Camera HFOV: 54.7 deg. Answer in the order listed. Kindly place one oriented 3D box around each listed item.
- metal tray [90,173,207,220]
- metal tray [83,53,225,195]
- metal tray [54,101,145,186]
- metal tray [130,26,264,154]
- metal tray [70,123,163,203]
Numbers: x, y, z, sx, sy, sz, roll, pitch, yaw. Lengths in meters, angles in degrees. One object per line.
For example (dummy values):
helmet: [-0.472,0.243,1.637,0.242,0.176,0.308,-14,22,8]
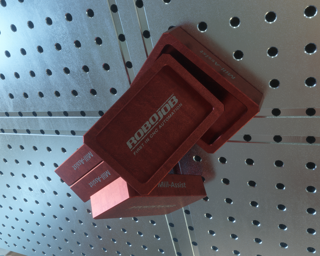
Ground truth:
metal tray: [-0.013,0.091,0.413,0.090,0.131,0.030,-36,57,39]
metal tray: [-0.006,-0.004,0.337,0.090,0.030,0.130,43,84,-2]
metal tray: [-0.078,0.020,0.420,0.030,0.090,0.129,49,128,-6]
metal tray: [0.040,-0.041,0.359,0.130,0.030,0.089,39,129,1]
metal tray: [-0.057,0.043,0.422,0.030,0.090,0.129,49,128,-6]
